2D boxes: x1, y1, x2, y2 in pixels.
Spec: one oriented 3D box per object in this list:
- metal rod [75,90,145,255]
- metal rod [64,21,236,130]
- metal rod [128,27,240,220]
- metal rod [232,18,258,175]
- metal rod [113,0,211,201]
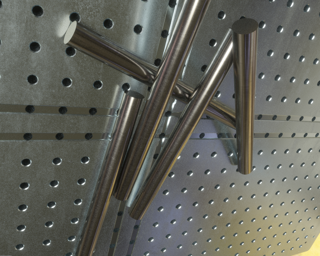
[{"bbox_3d":[-0.078,0.090,0.425,0.025,0.025,0.298,6,115,-32],"label":"metal rod"},{"bbox_3d":[0.023,-0.048,0.395,0.302,0.025,0.025,22,106,-37],"label":"metal rod"},{"bbox_3d":[0.025,0.012,0.409,0.025,0.025,0.298,9,121,-33],"label":"metal rod"},{"bbox_3d":[0.116,-0.015,0.421,0.025,0.025,0.299,-32,143,-8],"label":"metal rod"},{"bbox_3d":[-0.006,-0.024,0.366,0.025,0.025,0.298,3,126,-30],"label":"metal rod"}]
